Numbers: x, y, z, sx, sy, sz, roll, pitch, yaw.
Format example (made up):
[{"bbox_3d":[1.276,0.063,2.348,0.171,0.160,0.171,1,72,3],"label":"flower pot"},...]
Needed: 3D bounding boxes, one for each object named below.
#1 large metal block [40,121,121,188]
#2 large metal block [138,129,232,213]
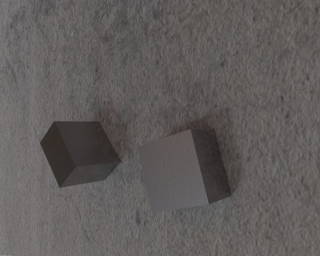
[{"bbox_3d":[-0.119,0.036,0.464,0.050,0.081,0.080,-48,62,29],"label":"large metal block"},{"bbox_3d":[0.027,0.050,0.365,0.080,0.050,0.080,-20,77,38],"label":"large metal block"}]
